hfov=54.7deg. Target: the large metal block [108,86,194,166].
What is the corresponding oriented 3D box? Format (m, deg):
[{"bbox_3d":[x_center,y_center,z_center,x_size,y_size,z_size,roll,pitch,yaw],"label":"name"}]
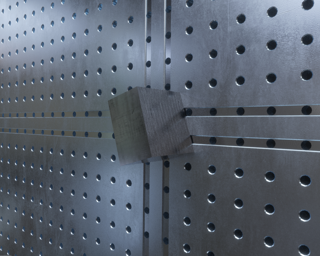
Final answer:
[{"bbox_3d":[-0.010,-0.001,0.380,0.050,0.081,0.080,-20,78,38],"label":"large metal block"}]
